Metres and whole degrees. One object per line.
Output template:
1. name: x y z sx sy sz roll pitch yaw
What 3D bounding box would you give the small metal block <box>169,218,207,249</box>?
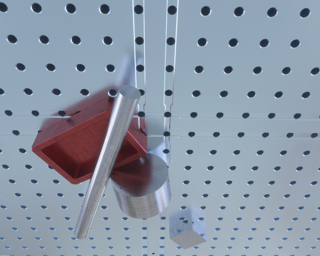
1. small metal block: 0.053 0.199 0.582 0.050 0.025 0.050 -29 125 22

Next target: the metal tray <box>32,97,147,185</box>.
1. metal tray: -0.094 0.023 0.425 0.130 0.030 0.090 -24 127 18

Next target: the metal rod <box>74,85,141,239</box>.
1. metal rod: -0.082 0.068 0.428 0.025 0.025 0.298 15 129 -13

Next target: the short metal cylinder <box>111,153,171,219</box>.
1. short metal cylinder: -0.026 0.082 0.445 0.080 0.080 0.050 -5 130 3
